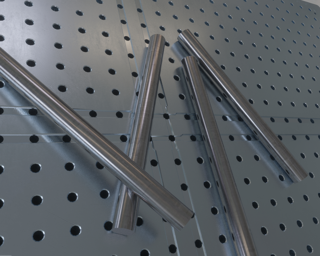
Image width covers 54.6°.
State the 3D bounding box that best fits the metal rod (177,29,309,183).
[{"bbox_3d":[0.128,-0.040,0.500,0.025,0.025,0.300,-30,78,-37],"label":"metal rod"}]

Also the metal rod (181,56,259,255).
[{"bbox_3d":[0.076,0.024,0.433,0.025,0.025,0.299,1,61,-28],"label":"metal rod"}]

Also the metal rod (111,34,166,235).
[{"bbox_3d":[-0.021,-0.016,0.405,0.025,0.025,0.300,20,54,-17],"label":"metal rod"}]

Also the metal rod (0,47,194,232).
[{"bbox_3d":[-0.088,0.002,0.338,0.300,0.025,0.025,40,51,7],"label":"metal rod"}]
